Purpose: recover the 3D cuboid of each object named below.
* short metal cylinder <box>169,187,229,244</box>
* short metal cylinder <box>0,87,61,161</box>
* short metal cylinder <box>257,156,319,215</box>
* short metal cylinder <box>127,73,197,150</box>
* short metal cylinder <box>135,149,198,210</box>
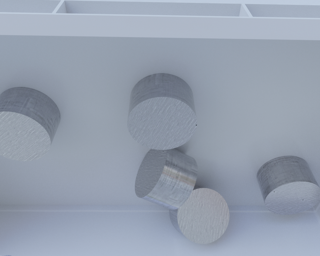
[{"bbox_3d":[0.059,0.132,0.478,0.081,0.080,0.050,12,170,-10],"label":"short metal cylinder"},{"bbox_3d":[-0.171,-0.004,0.387,0.081,0.050,0.079,0,130,0],"label":"short metal cylinder"},{"bbox_3d":[0.194,0.088,0.471,0.081,0.050,0.079,0,130,0],"label":"short metal cylinder"},{"bbox_3d":[0.002,-0.019,0.376,0.081,0.050,0.079,0,130,0],"label":"short metal cylinder"},{"bbox_3d":[0.007,0.067,0.430,0.050,0.080,0.080,27,125,-21],"label":"short metal cylinder"}]
